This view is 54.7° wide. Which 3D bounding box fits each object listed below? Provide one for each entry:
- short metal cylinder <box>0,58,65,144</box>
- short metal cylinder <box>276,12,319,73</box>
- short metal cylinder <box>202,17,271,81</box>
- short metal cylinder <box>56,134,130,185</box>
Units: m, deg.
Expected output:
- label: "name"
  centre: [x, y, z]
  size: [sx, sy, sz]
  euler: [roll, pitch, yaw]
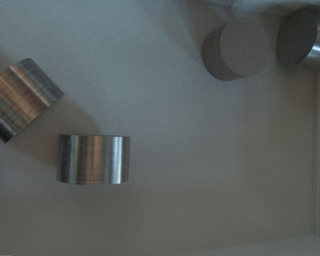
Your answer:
- label: "short metal cylinder"
  centre: [-0.149, -0.029, 0.326]
  size: [0.080, 0.080, 0.050]
  euler: [-44, 104, -15]
- label: "short metal cylinder"
  centre: [0.223, -0.128, 0.466]
  size: [0.050, 0.080, 0.080]
  euler: [8, 88, -20]
- label: "short metal cylinder"
  centre: [0.107, -0.109, 0.438]
  size: [0.081, 0.050, 0.079]
  euler: [0, 90, -21]
- label: "short metal cylinder"
  centre: [-0.075, 0.033, 0.354]
  size: [0.081, 0.080, 0.050]
  euler: [3, 89, -20]
